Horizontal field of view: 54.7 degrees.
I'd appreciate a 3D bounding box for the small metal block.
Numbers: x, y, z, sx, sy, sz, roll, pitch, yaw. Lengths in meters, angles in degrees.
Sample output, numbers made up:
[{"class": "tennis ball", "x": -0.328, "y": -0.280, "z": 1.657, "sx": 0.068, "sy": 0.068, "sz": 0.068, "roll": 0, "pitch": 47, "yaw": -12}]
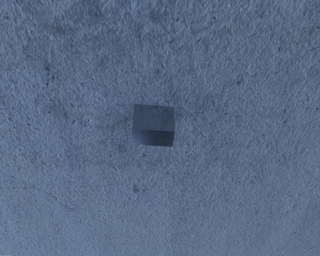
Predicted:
[{"class": "small metal block", "x": -0.009, "y": -0.004, "z": 0.388, "sx": 0.050, "sy": 0.050, "sz": 0.025, "roll": 4, "pitch": 130, "yaw": -4}]
